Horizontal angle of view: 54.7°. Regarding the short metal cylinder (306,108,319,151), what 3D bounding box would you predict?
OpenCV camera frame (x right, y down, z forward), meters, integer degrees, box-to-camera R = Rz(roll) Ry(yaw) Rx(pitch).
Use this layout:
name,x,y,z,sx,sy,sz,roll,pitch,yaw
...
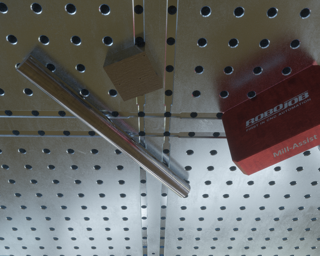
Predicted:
name,x,y,z,sx,sy,sz,roll,pitch,yaw
short metal cylinder,0.239,0.000,0.399,0.081,0.050,0.079,0,130,0

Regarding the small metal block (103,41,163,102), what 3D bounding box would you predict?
name,x,y,z,sx,sy,sz,roll,pitch,yaw
small metal block,-0.029,-0.064,0.357,0.050,0.025,0.050,-18,128,14

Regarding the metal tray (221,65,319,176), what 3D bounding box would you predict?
name,x,y,z,sx,sy,sz,roll,pitch,yaw
metal tray,0.142,-0.010,0.362,0.130,0.090,0.030,-29,124,22

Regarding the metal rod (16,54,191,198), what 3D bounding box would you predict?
name,x,y,z,sx,sy,sz,roll,pitch,yaw
metal rod,-0.057,0.013,0.422,0.025,0.025,0.300,-33,124,24
